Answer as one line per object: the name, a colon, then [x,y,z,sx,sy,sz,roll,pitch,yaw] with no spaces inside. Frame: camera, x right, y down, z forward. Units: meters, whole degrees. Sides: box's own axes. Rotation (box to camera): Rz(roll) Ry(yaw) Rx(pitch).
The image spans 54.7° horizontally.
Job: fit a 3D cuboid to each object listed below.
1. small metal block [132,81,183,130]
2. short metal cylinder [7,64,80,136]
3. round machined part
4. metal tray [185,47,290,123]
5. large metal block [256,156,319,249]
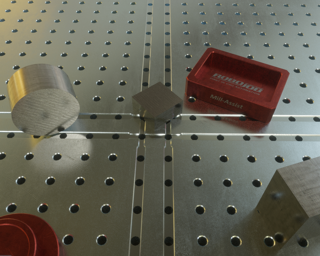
small metal block: [-0.004,-0.033,0.435,0.050,0.025,0.050,-32,57,-24]
short metal cylinder: [-0.150,-0.035,0.400,0.081,0.080,0.050,-18,53,-15]
round machined part: [-0.145,0.125,0.290,0.099,0.042,0.098,0,50,0]
metal tray: [0.115,-0.068,0.462,0.130,0.030,0.090,22,53,17]
large metal block: [0.155,0.073,0.313,0.081,0.080,0.050,-14,52,-12]
